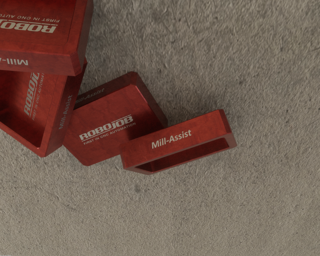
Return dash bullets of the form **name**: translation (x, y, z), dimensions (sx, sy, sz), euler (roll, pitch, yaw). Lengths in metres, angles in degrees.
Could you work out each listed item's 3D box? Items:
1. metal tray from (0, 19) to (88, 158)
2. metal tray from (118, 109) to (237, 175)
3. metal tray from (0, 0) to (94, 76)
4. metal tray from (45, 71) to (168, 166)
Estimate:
- **metal tray**: translation (-0.139, -0.040, 0.338), dimensions (0.090, 0.030, 0.129), euler (33, 124, 8)
- **metal tray**: translation (0.026, 0.023, 0.389), dimensions (0.130, 0.030, 0.090), euler (-20, 162, 12)
- **metal tray**: translation (-0.132, -0.097, 0.277), dimensions (0.131, 0.090, 0.030), euler (4, 154, -4)
- **metal tray**: translation (-0.066, -0.007, 0.397), dimensions (0.130, 0.030, 0.090), euler (-21, 127, 17)
